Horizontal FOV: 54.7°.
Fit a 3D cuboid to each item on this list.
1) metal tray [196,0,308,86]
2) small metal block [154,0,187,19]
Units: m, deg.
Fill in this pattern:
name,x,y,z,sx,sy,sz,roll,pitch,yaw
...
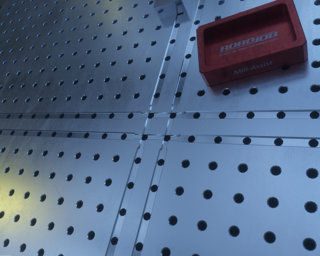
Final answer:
name,x,y,z,sx,sy,sz,roll,pitch,yaw
metal tray,0.117,-0.114,0.413,0.130,0.030,0.090,-13,56,21
small metal block,0.019,-0.222,0.534,0.050,0.025,0.050,-8,58,24
